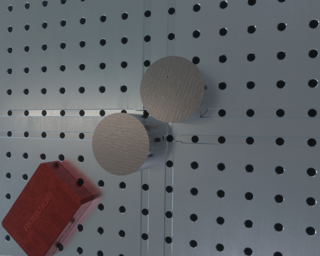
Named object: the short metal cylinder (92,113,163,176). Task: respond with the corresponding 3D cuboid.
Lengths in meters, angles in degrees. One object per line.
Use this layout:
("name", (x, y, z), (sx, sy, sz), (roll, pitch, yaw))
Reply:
("short metal cylinder", (-0.042, 0.020, 0.414), (0.080, 0.050, 0.080), (0, 90, 20))

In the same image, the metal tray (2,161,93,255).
("metal tray", (-0.173, 0.127, 0.471), (0.090, 0.030, 0.130), (40, 102, 15))

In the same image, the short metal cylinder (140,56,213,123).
("short metal cylinder", (0.022, -0.046, 0.392), (0.080, 0.050, 0.080), (0, 90, 20))
